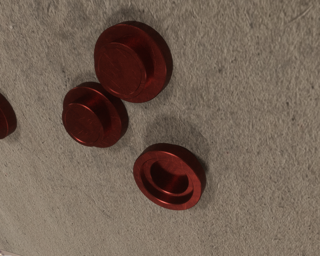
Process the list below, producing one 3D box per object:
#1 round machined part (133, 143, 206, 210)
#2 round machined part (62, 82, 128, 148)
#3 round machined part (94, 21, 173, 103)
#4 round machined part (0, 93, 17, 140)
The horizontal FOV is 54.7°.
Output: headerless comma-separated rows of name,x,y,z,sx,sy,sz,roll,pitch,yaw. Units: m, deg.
round machined part,0.016,0.061,0.424,0.098,0.042,0.097,13,124,20
round machined part,-0.098,-0.012,0.438,0.098,0.042,0.097,13,124,20
round machined part,-0.038,-0.074,0.369,0.098,0.042,0.097,13,124,20
round machined part,-0.304,-0.021,0.540,0.098,0.042,0.097,13,124,20
